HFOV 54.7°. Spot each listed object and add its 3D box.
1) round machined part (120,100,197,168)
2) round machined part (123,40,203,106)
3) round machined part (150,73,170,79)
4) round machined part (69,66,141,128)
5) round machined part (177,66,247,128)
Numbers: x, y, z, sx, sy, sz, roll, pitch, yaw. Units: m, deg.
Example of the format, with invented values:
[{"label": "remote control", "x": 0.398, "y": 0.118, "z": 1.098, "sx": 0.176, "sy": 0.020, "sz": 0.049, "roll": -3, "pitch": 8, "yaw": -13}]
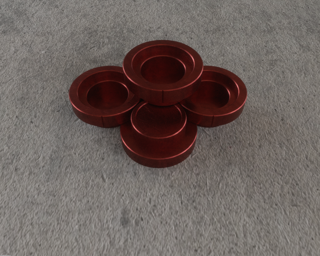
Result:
[{"label": "round machined part", "x": -0.002, "y": -0.001, "z": 0.394, "sx": 0.099, "sy": 0.042, "sz": 0.098, "roll": 0, "pitch": 50, "yaw": 0}, {"label": "round machined part", "x": 0.004, "y": -0.066, "z": 0.394, "sx": 0.099, "sy": 0.042, "sz": 0.098, "roll": 0, "pitch": 50, "yaw": 0}, {"label": "round machined part", "x": -0.001, "y": -0.077, "z": 0.458, "sx": 0.099, "sy": 0.042, "sz": 0.098, "roll": 0, "pitch": 50, "yaw": 0}, {"label": "round machined part", "x": -0.070, "y": -0.038, "z": 0.425, "sx": 0.099, "sy": 0.042, "sz": 0.098, "roll": 0, "pitch": 50, "yaw": 0}, {"label": "round machined part", "x": 0.066, "y": -0.039, "z": 0.427, "sx": 0.099, "sy": 0.042, "sz": 0.098, "roll": 0, "pitch": 50, "yaw": 0}]
